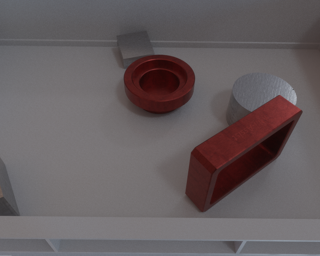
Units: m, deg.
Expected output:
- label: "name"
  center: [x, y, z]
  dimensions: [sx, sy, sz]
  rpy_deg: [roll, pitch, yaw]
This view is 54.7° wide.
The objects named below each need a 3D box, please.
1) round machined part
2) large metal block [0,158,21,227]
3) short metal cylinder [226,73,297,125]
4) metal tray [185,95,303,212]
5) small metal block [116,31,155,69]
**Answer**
- label: "round machined part"
  center: [-0.001, -0.058, 0.443]
  dimensions: [0.099, 0.042, 0.098]
  rpy_deg: [0, 50, 0]
- label: "large metal block"
  center: [-0.206, 0.070, 0.327]
  dimensions: [0.081, 0.050, 0.080]
  rpy_deg: [-23, 54, -19]
- label: "short metal cylinder"
  center: [0.133, -0.029, 0.415]
  dimensions: [0.081, 0.050, 0.080]
  rpy_deg: [0, 50, 0]
- label: "metal tray"
  center: [0.090, 0.028, 0.340]
  dimensions: [0.131, 0.089, 0.030]
  rpy_deg: [-29, 56, -23]
- label: "small metal block"
  center: [-0.040, -0.128, 0.505]
  dimensions: [0.050, 0.025, 0.050]
  rpy_deg: [-13, 64, -11]
